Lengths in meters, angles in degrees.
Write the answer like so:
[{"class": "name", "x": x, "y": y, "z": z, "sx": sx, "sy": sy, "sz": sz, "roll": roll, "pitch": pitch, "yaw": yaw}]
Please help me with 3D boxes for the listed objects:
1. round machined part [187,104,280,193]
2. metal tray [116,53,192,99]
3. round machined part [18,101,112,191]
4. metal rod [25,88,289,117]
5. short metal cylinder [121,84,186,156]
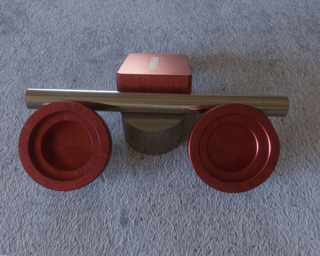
[{"class": "round machined part", "x": 0.080, "y": 0.021, "z": 0.354, "sx": 0.099, "sy": 0.042, "sz": 0.097, "roll": 0, "pitch": 93, "yaw": 0}, {"class": "metal tray", "x": -0.005, "y": -0.076, "z": 0.430, "sx": 0.091, "sy": 0.030, "sz": 0.130, "roll": 2, "pitch": 24, "yaw": 1}, {"class": "round machined part", "x": -0.104, "y": 0.020, "z": 0.355, "sx": 0.099, "sy": 0.042, "sz": 0.097, "roll": 0, "pitch": 88, "yaw": -1}, {"class": "metal rod", "x": -0.004, "y": -0.030, "z": 0.366, "sx": 0.302, "sy": 0.025, "sz": 0.025, "roll": 2, "pitch": 50, "yaw": 1}, {"class": "short metal cylinder", "x": -0.008, "y": -0.011, "z": 0.398, "sx": 0.081, "sy": 0.050, "sz": 0.080, "roll": 0, "pitch": 50, "yaw": 0}]
